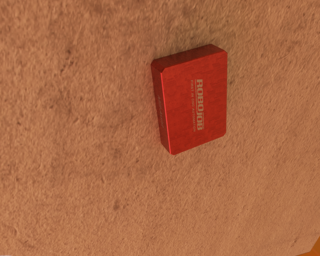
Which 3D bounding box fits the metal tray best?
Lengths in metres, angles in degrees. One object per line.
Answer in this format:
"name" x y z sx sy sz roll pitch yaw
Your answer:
"metal tray" 0.042 -0.035 0.407 0.091 0.030 0.129 -20 126 -17
